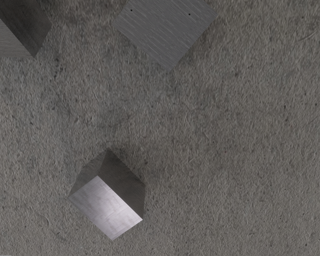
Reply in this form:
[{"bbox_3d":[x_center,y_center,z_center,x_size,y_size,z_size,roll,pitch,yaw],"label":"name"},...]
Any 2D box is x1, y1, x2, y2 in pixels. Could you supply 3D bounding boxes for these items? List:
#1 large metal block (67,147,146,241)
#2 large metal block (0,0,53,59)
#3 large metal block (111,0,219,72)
[{"bbox_3d":[-0.066,0.084,0.411,0.050,0.080,0.080,-38,106,13],"label":"large metal block"},{"bbox_3d":[-0.175,-0.119,0.318,0.080,0.050,0.080,7,154,17],"label":"large metal block"},{"bbox_3d":[0.005,-0.123,0.351,0.080,0.050,0.080,38,106,-13],"label":"large metal block"}]
